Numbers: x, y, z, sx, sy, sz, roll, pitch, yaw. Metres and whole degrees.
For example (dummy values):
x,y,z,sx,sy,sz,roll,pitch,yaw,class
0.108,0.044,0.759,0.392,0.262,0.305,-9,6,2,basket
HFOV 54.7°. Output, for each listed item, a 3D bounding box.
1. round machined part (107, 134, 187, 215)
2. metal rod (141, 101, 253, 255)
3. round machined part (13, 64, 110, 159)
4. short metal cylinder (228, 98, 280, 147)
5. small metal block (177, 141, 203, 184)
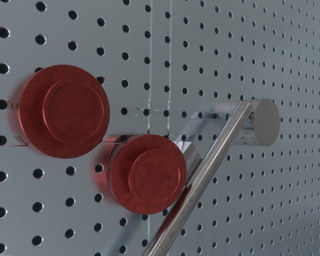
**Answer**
x,y,z,sx,sy,sz,roll,pitch,yaw,class
-0.011,0.056,0.372,0.099,0.042,0.097,-1,92,-23,round machined part
0.054,0.073,0.422,0.301,0.025,0.025,-53,121,-26,metal rod
-0.094,-0.017,0.320,0.099,0.042,0.097,0,90,-40,round machined part
0.161,-0.009,0.528,0.081,0.050,0.079,0,90,-40,short metal cylinder
0.035,0.055,0.439,0.050,0.025,0.050,-49,119,-29,small metal block
